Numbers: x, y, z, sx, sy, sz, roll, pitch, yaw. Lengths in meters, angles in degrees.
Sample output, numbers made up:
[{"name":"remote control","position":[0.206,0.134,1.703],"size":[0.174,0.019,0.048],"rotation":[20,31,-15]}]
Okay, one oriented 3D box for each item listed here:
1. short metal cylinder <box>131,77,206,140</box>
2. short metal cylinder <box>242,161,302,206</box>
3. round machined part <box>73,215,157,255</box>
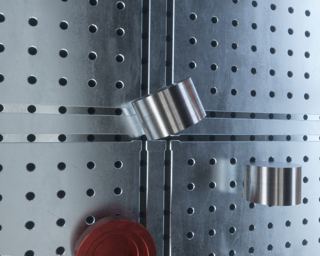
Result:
[{"name":"short metal cylinder","position":[0.011,-0.025,0.387],"size":[0.081,0.080,0.050],"rotation":[-27,99,-18]},{"name":"short metal cylinder","position":[0.159,0.076,0.442],"size":[0.081,0.080,0.050],"rotation":[1,90,-20]},{"name":"round machined part","position":[-0.057,0.157,0.383],"size":[0.099,0.042,0.097],"rotation":[0,90,-20]}]
